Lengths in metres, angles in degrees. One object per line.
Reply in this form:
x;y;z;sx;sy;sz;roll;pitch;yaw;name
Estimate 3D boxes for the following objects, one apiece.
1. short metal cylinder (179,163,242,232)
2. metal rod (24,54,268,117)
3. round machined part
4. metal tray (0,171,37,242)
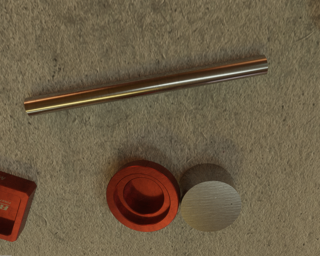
0.067;0.096;0.433;0.081;0.050;0.079;0;110;-1;short metal cylinder
-0.019;-0.053;0.390;0.302;0.025;0.025;-10;110;3;metal rod
-0.020;0.089;0.426;0.098;0.042;0.097;3;107;11;round machined part
-0.254;0.101;0.440;0.131;0.030;0.089;20;109;-8;metal tray
